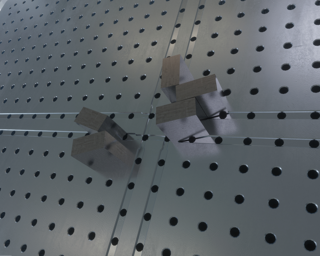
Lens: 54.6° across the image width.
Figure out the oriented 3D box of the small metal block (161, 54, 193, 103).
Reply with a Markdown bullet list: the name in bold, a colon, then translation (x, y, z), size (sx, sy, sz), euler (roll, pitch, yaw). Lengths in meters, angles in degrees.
- **small metal block**: translation (0.024, -0.062, 0.418), size (0.025, 0.050, 0.050), euler (-10, 57, 23)

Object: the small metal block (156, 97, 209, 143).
- **small metal block**: translation (0.029, -0.008, 0.383), size (0.050, 0.050, 0.025), euler (-13, 56, 21)

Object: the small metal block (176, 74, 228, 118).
- **small metal block**: translation (0.053, -0.036, 0.387), size (0.050, 0.050, 0.025), euler (-14, 56, 20)

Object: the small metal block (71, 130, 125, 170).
- **small metal block**: translation (-0.082, 0.031, 0.417), size (0.050, 0.050, 0.025), euler (-15, 56, 20)

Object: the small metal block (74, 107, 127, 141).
- **small metal block**: translation (-0.084, -0.001, 0.438), size (0.050, 0.050, 0.025), euler (19, 72, 35)
